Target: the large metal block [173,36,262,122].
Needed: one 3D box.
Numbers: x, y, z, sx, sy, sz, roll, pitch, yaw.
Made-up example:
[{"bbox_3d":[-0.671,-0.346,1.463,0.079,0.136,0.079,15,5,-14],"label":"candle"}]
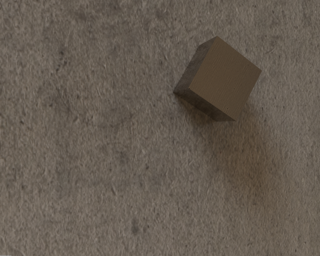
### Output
[{"bbox_3d":[0.078,-0.064,0.424,0.080,0.050,0.080,32,80,-17],"label":"large metal block"}]
